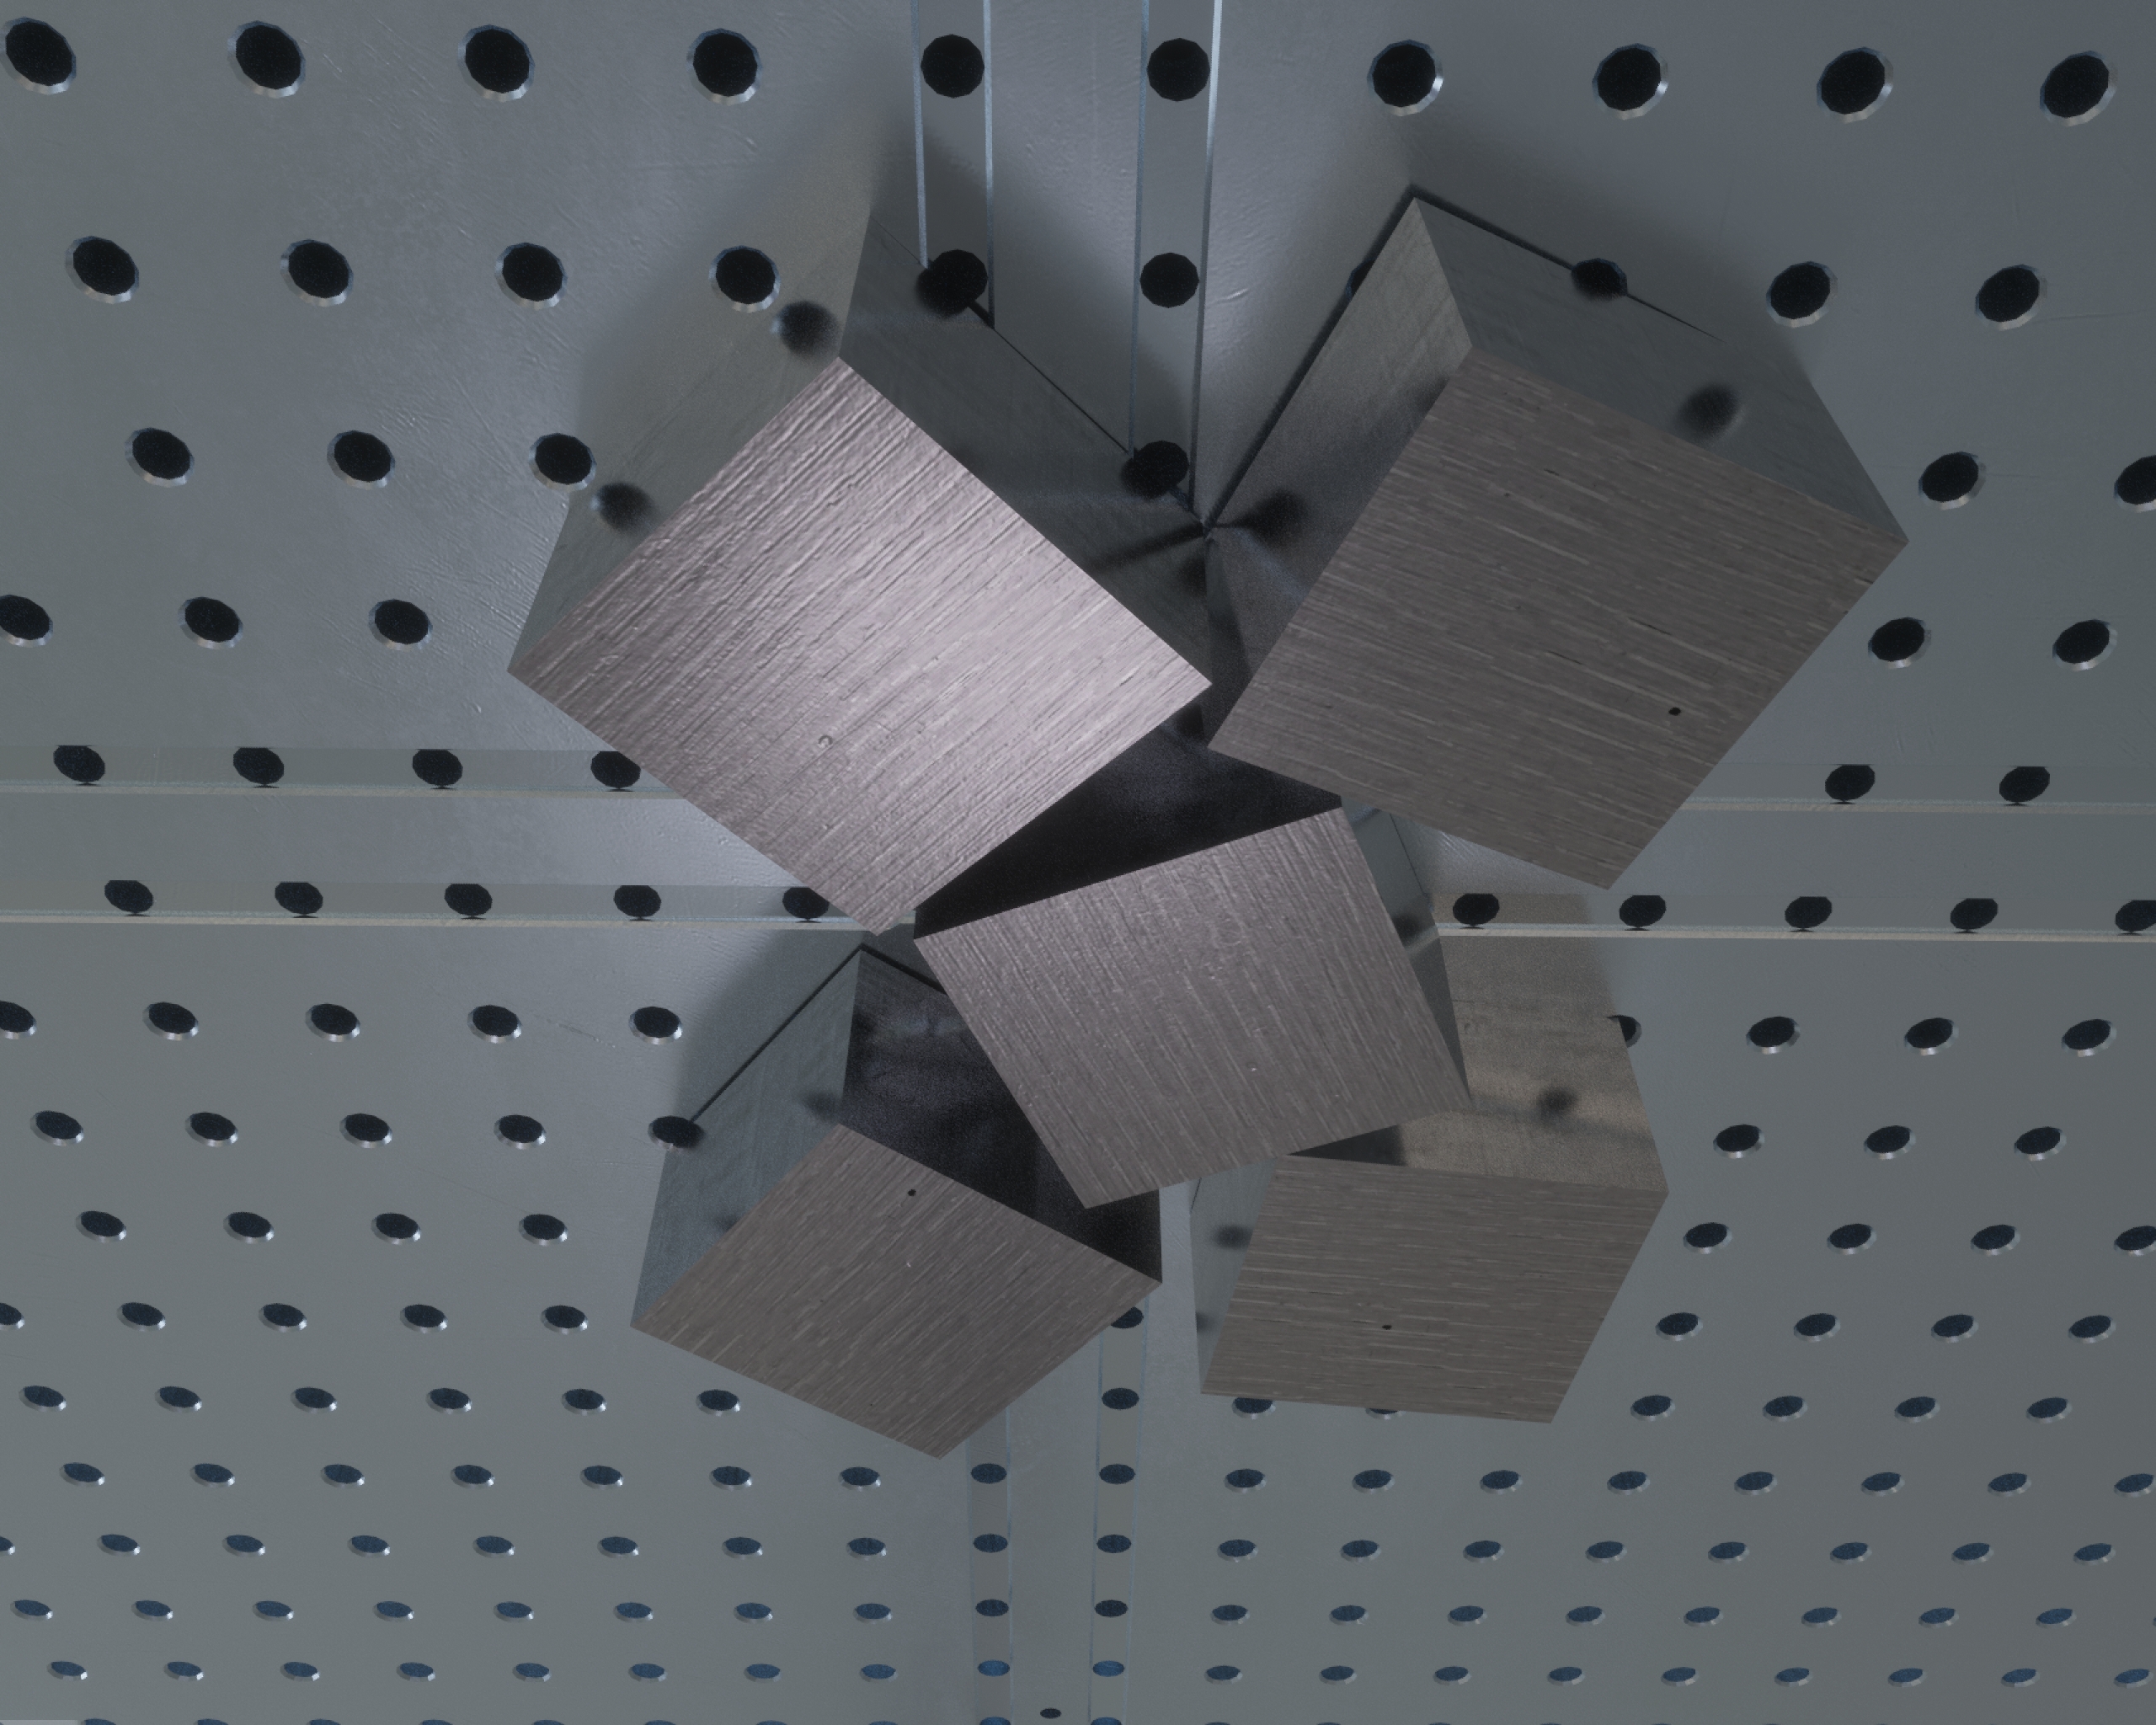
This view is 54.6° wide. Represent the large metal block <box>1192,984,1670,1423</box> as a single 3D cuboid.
[{"bbox_3d":[0.073,0.076,0.460,0.080,0.050,0.079,6,130,-6],"label":"large metal block"}]

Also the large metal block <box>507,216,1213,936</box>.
[{"bbox_3d":[-0.035,-0.046,0.355,0.080,0.050,0.080,-36,121,27],"label":"large metal block"}]

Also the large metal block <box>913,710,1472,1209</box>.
[{"bbox_3d":[0.023,0.014,0.406,0.080,0.050,0.080,-18,128,14],"label":"large metal block"}]

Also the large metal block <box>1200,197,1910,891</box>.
[{"bbox_3d":[0.074,-0.051,0.351,0.080,0.050,0.080,18,128,-19],"label":"large metal block"}]

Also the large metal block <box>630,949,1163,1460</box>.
[{"bbox_3d":[-0.039,0.077,0.458,0.080,0.050,0.080,31,123,-23],"label":"large metal block"}]
